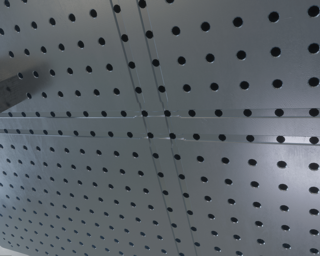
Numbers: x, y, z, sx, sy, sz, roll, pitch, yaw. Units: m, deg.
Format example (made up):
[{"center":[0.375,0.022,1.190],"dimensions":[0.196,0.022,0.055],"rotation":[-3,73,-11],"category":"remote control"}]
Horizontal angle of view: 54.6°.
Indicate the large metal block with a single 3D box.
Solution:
[{"center":[-0.289,-0.056,0.495],"dimensions":[0.080,0.080,0.050],"rotation":[17,125,18],"category":"large metal block"}]
